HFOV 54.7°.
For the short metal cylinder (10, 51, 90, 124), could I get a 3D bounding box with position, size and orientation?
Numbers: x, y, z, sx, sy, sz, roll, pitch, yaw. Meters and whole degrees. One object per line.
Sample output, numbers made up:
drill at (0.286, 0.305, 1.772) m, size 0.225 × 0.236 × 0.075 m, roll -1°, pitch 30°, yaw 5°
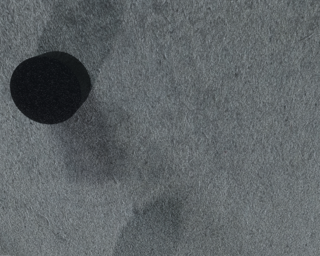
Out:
short metal cylinder at (-0.130, -0.050, 0.377) m, size 0.081 × 0.050 × 0.079 m, roll 0°, pitch 110°, yaw 0°
